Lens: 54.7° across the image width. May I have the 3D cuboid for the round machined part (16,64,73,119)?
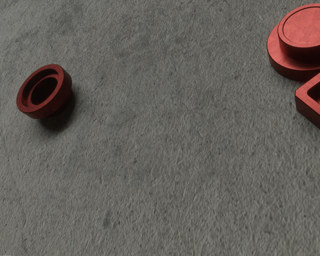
[{"bbox_3d":[-0.189,-0.057,0.524,0.098,0.042,0.098,-13,56,20],"label":"round machined part"}]

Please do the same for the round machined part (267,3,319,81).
[{"bbox_3d":[0.177,-0.107,0.365,0.098,0.042,0.098,-13,56,20],"label":"round machined part"}]

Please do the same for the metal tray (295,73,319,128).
[{"bbox_3d":[0.218,-0.041,0.311,0.130,0.030,0.090,-37,51,3],"label":"metal tray"}]
